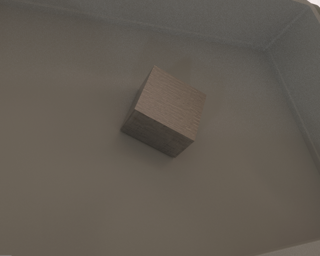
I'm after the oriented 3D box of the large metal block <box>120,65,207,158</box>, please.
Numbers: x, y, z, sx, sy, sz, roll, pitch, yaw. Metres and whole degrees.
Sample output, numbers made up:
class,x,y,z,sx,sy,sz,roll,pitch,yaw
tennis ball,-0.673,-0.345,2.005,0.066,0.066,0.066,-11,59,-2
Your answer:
class,x,y,z,sx,sy,sz,roll,pitch,yaw
large metal block,0.006,-0.021,0.401,0.080,0.050,0.080,28,52,-11
